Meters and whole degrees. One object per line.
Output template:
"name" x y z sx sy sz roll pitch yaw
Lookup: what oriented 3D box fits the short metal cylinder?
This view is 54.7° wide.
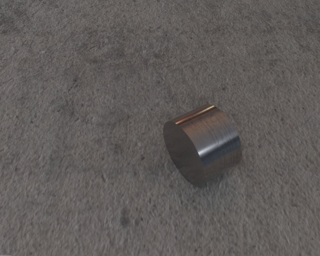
"short metal cylinder" 0.046 0.019 0.352 0.050 0.080 0.080 -25 55 -20
